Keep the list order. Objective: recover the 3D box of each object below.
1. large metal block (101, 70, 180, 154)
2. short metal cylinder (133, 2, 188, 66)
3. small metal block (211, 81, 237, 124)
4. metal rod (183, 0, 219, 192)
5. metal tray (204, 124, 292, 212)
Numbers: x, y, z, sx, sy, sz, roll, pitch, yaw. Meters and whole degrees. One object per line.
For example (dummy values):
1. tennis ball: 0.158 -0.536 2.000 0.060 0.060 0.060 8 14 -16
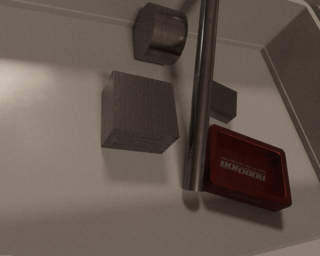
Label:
1. large metal block: -0.027 -0.018 0.387 0.081 0.050 0.080 9 58 -24
2. short metal cylinder: -0.001 -0.136 0.454 0.050 0.080 0.080 7 59 -25
3. small metal block: 0.091 -0.041 0.482 0.050 0.025 0.050 23 53 -15
4. metal rod: 0.057 -0.069 0.408 0.025 0.025 0.298 10 80 -23
5. metal tray: 0.119 0.056 0.434 0.131 0.030 0.090 19 54 -17
